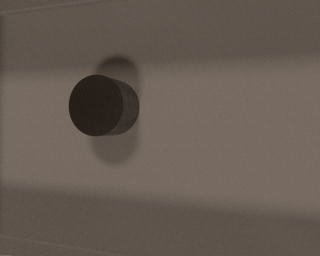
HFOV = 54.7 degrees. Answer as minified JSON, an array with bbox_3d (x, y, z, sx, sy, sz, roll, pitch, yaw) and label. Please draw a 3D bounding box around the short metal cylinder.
[{"bbox_3d":[-0.075,-0.029,0.423,0.080,0.050,0.079,0,90,19],"label":"short metal cylinder"}]
